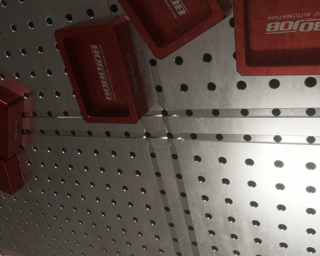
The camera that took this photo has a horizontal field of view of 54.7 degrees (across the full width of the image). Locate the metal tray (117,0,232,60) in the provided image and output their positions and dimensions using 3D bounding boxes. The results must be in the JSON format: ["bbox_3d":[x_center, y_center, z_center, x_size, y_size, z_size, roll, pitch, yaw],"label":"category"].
[{"bbox_3d":[0.000,-0.147,0.315,0.090,0.030,0.130,-26,105,36],"label":"metal tray"}]

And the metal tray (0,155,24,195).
[{"bbox_3d":[-0.348,0.077,0.635,0.130,0.030,0.089,15,125,19],"label":"metal tray"}]

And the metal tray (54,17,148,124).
[{"bbox_3d":[-0.074,-0.069,0.402,0.090,0.030,0.129,2,119,27],"label":"metal tray"}]

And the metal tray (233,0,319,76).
[{"bbox_3d":[0.135,-0.095,0.277,0.130,0.030,0.089,4,120,26],"label":"metal tray"}]

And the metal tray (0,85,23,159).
[{"bbox_3d":[-0.290,-0.017,0.547,0.090,0.030,0.129,29,128,9],"label":"metal tray"}]
